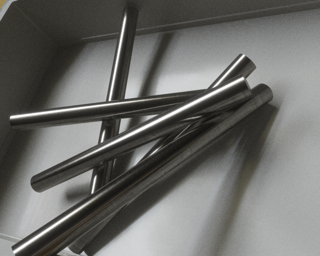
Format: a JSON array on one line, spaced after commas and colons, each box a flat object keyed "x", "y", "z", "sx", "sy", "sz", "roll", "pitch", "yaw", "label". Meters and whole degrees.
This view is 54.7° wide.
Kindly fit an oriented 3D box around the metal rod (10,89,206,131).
[{"x": -0.048, "y": -0.025, "z": 0.400, "sx": 0.301, "sy": 0.025, "sz": 0.025, "roll": -6, "pitch": 58, "yaw": 8, "label": "metal rod"}]

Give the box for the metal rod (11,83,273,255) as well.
[{"x": 0.008, "y": 0.030, "z": 0.303, "sx": 0.302, "sy": 0.025, "sz": 0.025, "roll": -32, "pitch": 47, "yaw": -26, "label": "metal rod"}]

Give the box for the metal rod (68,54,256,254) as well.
[{"x": -0.001, "y": 0.033, "z": 0.364, "sx": 0.300, "sy": 0.025, "sz": 0.025, "roll": -47, "pitch": 51, "yaw": 4, "label": "metal rod"}]

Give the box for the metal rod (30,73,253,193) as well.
[{"x": -0.038, "y": 0.016, "z": 0.365, "sx": 0.300, "sy": 0.025, "sz": 0.025, "roll": -25, "pitch": 53, "yaw": 21, "label": "metal rod"}]

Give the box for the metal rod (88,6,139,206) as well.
[{"x": -0.063, "y": -0.042, "z": 0.438, "sx": 0.025, "sy": 0.025, "sz": 0.299, "roll": -3, "pitch": 68, "yaw": 27, "label": "metal rod"}]
